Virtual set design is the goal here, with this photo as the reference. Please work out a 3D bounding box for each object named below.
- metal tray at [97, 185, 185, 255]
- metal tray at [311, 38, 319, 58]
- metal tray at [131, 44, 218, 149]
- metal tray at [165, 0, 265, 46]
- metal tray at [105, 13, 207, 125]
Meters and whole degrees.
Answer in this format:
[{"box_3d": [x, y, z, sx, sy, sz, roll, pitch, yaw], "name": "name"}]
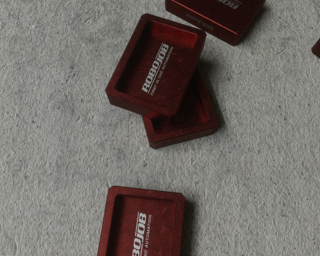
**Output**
[{"box_3d": [-0.022, 0.137, 0.354, 0.091, 0.030, 0.130, 6, 70, 2], "name": "metal tray"}, {"box_3d": [0.302, -0.133, 0.455, 0.130, 0.030, 0.090, -42, 76, -14], "name": "metal tray"}, {"box_3d": [0.015, -0.045, 0.421, 0.091, 0.030, 0.130, -14, 71, -5], "name": "metal tray"}, {"box_3d": [0.084, -0.194, 0.477, 0.130, 0.030, 0.090, 32, 73, 11], "name": "metal tray"}, {"box_3d": [-0.003, -0.079, 0.401, 0.090, 0.030, 0.130, 20, 71, 7], "name": "metal tray"}]
